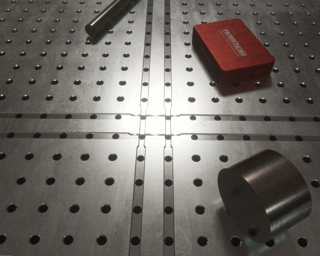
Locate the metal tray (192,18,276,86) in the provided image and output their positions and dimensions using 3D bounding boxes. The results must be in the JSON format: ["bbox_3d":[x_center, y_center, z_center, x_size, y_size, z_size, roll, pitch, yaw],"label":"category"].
[{"bbox_3d":[0.118,-0.131,0.516,0.091,0.030,0.130,-13,51,-11],"label":"metal tray"}]

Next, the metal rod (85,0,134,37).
[{"bbox_3d":[-0.059,-0.276,0.639,0.025,0.025,0.301,20,53,15],"label":"metal rod"}]

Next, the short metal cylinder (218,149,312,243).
[{"bbox_3d":[0.103,0.068,0.316,0.050,0.080,0.080,-22,54,-18],"label":"short metal cylinder"}]
